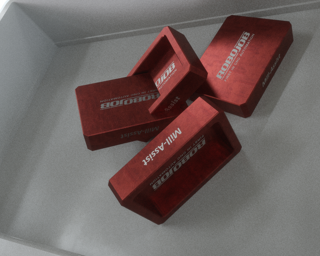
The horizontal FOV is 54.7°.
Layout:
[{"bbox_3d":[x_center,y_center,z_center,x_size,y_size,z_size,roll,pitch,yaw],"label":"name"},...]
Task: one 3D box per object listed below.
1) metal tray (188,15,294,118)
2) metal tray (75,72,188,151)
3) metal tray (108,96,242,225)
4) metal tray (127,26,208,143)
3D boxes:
[{"bbox_3d":[0.101,-0.084,0.401,0.090,0.030,0.130,23,74,36],"label":"metal tray"},{"bbox_3d":[-0.037,-0.027,0.403,0.131,0.030,0.090,-13,50,-11],"label":"metal tray"},{"bbox_3d":[0.021,0.039,0.329,0.130,0.090,0.030,-43,51,-1],"label":"metal tray"},{"bbox_3d":[-0.006,-0.055,0.404,0.129,0.030,0.090,-47,46,29],"label":"metal tray"}]
